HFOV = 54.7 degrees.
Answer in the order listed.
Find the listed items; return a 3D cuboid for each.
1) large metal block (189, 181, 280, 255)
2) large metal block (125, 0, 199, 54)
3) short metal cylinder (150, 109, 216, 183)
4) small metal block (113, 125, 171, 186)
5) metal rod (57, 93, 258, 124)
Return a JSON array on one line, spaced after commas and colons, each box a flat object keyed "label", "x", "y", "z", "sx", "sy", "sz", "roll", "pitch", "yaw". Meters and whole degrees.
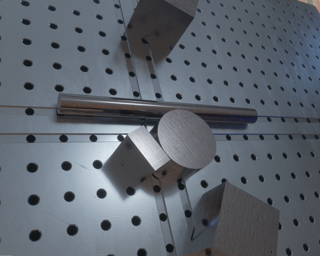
[{"label": "large metal block", "x": 0.090, "y": 0.123, "z": 0.368, "sx": 0.080, "sy": 0.050, "sz": 0.080, "roll": 30, "pitch": 52, "yaw": -10}, {"label": "large metal block", "x": 0.003, "y": -0.177, "z": 0.484, "sx": 0.080, "sy": 0.080, "sz": 0.050, "roll": 25, "pitch": 53, "yaw": -14}, {"label": "short metal cylinder", "x": 0.023, "y": 0.023, "z": 0.392, "sx": 0.081, "sy": 0.050, "sz": 0.080, "roll": 14, "pitch": 56, "yaw": -21}, {"label": "small metal block", "x": -0.022, "y": 0.033, "z": 0.361, "sx": 0.025, "sy": 0.050, "sz": 0.050, "roll": -32, "pitch": 80, "yaw": -38}, {"label": "metal rod", "x": 0.016, "y": -0.024, "z": 0.432, "sx": 0.303, "sy": 0.025, "sz": 0.025, "roll": 2, "pitch": 61, "yaw": -28}]
